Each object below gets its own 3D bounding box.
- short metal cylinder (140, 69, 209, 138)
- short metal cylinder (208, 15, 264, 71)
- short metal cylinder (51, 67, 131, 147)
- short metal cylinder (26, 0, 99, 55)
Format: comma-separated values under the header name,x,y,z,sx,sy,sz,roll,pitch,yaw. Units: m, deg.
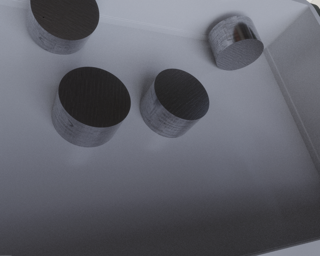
name,x,y,z,sx,sy,sz,roll,pitch,yaw
short metal cylinder,0.019,-0.033,0.420,0.081,0.050,0.080,14,56,-21
short metal cylinder,0.128,-0.142,0.526,0.081,0.080,0.050,1,62,-28
short metal cylinder,-0.081,-0.024,0.361,0.081,0.050,0.080,14,56,-21
short metal cylinder,-0.124,-0.140,0.393,0.081,0.050,0.080,5,79,-28
